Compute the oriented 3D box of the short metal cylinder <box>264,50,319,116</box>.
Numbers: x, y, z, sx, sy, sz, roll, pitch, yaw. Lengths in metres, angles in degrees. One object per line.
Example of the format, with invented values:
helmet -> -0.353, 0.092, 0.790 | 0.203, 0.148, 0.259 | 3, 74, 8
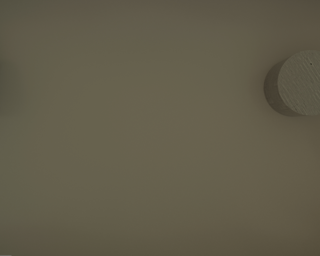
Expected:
short metal cylinder -> 0.183, -0.055, 0.401 | 0.081, 0.050, 0.079 | 0, 90, -1
